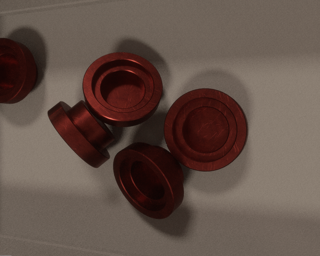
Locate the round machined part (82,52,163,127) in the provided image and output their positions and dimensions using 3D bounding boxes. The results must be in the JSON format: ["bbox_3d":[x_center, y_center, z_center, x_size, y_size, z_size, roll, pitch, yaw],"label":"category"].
[{"bbox_3d":[-0.048,-0.046,0.401,0.099,0.042,0.098,3,67,-8],"label":"round machined part"}]

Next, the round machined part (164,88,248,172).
[{"bbox_3d":[0.058,0.002,0.381,0.098,0.042,0.097,0,90,19],"label":"round machined part"}]

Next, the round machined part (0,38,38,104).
[{"bbox_3d":[-0.232,-0.086,0.481,0.098,0.042,0.097,0,90,19],"label":"round machined part"}]

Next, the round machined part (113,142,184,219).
[{"bbox_3d":[-0.010,0.061,0.389,0.098,0.042,0.097,23,128,32],"label":"round machined part"}]

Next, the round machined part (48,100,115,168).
[{"bbox_3d":[-0.097,0.002,0.407,0.042,0.098,0.098,-40,77,-3],"label":"round machined part"}]
